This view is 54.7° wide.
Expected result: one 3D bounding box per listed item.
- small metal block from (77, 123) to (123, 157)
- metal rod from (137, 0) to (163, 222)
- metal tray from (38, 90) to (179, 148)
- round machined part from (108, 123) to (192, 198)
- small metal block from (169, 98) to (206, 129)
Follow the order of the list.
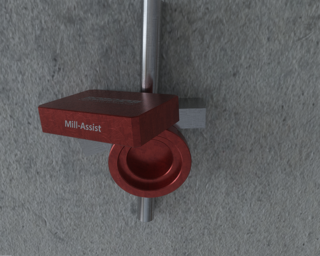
[{"bbox_3d":[-0.073,0.008,0.400,0.050,0.050,0.025,-18,109,6],"label":"small metal block"},{"bbox_3d":[-0.015,-0.008,0.408,0.025,0.025,0.298,2,110,-1],"label":"metal rod"},{"bbox_3d":[-0.055,-0.016,0.345,0.130,0.091,0.030,7,112,28],"label":"metal tray"},{"bbox_3d":[-0.012,0.034,0.385,0.099,0.042,0.097,-1,114,-2],"label":"round machined part"},{"bbox_3d":[0.029,-0.020,0.391,0.050,0.050,0.025,-1,110,0],"label":"small metal block"}]
